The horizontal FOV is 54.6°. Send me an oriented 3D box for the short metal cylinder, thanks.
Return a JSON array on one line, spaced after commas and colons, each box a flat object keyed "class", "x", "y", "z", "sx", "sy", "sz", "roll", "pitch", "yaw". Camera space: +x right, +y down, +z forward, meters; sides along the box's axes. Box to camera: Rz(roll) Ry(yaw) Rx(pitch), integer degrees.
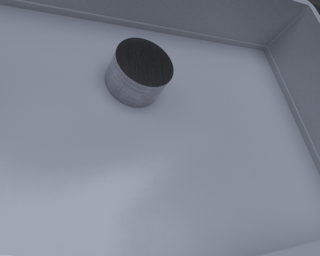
[{"class": "short metal cylinder", "x": -0.029, "y": -0.074, "z": 0.419, "sx": 0.081, "sy": 0.050, "sz": 0.080, "roll": 13, "pitch": 56, "yaw": -21}]
